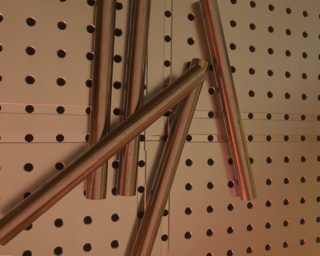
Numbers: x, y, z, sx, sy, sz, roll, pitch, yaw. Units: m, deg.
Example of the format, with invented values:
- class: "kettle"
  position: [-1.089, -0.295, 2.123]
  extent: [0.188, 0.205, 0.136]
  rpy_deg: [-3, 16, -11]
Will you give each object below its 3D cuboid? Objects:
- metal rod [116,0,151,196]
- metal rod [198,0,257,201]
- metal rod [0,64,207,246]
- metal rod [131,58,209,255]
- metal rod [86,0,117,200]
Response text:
- class: "metal rod"
  position: [-0.032, -0.064, 0.401]
  extent: [0.025, 0.025, 0.298]
  rpy_deg: [5, 88, -20]
- class: "metal rod"
  position: [0.100, -0.041, 0.450]
  extent: [0.025, 0.025, 0.298]
  rpy_deg: [-15, 95, -20]
- class: "metal rod"
  position: [-0.059, 0.020, 0.363]
  extent: [0.301, 0.025, 0.025]
  rpy_deg: [-40, 103, -16]
- class: "metal rod"
  position: [0.012, 0.049, 0.418]
  extent: [0.025, 0.025, 0.299]
  rpy_deg: [20, 83, -19]
- class: "metal rod"
  position: [-0.072, -0.062, 0.386]
  extent: [0.025, 0.025, 0.298]
  rpy_deg: [3, 89, -20]
